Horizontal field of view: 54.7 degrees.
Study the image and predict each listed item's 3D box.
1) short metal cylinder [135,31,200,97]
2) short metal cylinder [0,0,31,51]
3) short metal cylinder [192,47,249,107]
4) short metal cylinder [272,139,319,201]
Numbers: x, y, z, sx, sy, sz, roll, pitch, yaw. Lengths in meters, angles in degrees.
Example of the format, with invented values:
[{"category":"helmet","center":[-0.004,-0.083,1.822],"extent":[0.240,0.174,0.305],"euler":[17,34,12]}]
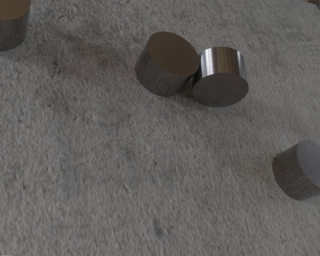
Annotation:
[{"category":"short metal cylinder","center":[0.010,-0.093,0.451],"extent":[0.081,0.050,0.080],"euler":[13,56,-20]},{"category":"short metal cylinder","center":[-0.199,-0.138,0.365],"extent":[0.081,0.050,0.080],"euler":[14,56,-21]},{"category":"short metal cylinder","center":[0.089,-0.074,0.464],"extent":[0.081,0.080,0.050],"euler":[15,56,-20]},{"category":"short metal cylinder","center":[0.220,0.064,0.470],"extent":[0.081,0.050,0.080],"euler":[14,56,-21]}]
